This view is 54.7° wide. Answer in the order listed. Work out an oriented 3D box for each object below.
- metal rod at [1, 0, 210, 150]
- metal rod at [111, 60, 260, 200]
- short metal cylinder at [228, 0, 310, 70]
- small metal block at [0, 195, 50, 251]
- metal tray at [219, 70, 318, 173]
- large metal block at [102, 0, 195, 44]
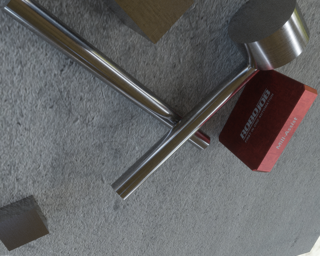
[{"bbox_3d":[-0.033,-0.046,0.361,0.301,0.025,0.025,34,99,-39],"label":"metal rod"},{"bbox_3d":[0.058,-0.023,0.399,0.301,0.025,0.025,-43,130,-10],"label":"metal rod"},{"bbox_3d":[0.130,-0.117,0.372,0.080,0.080,0.050,-47,130,4],"label":"short metal cylinder"},{"bbox_3d":[-0.174,0.118,0.386,0.050,0.025,0.050,-22,127,-16],"label":"small metal block"},{"bbox_3d":[0.145,-0.014,0.437,0.030,0.090,0.129,12,112,-34],"label":"metal tray"},{"bbox_3d":[-0.028,-0.130,0.276,0.050,0.080,0.080,-47,130,4],"label":"large metal block"}]
